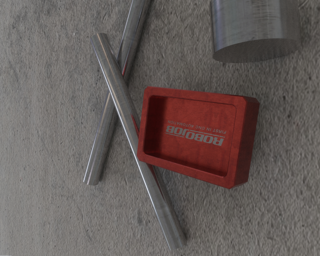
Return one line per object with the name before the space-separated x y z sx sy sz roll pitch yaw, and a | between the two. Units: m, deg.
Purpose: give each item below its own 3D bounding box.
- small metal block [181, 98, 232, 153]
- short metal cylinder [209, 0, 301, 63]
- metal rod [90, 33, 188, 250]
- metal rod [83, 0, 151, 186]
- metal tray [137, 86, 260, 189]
small metal block | 0.053 -0.003 0.361 0.050 0.025 0.050 26 106 37
short metal cylinder | 0.089 -0.097 0.296 0.080 0.081 0.050 -5 87 40
metal rod | -0.032 0.010 0.411 0.025 0.025 0.299 -29 78 36
metal rod | -0.066 -0.051 0.459 0.025 0.025 0.298 29 108 36
metal tray | 0.035 0.005 0.339 0.130 0.030 0.089 12 98 39
